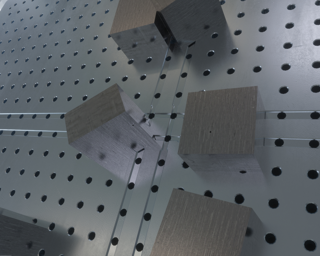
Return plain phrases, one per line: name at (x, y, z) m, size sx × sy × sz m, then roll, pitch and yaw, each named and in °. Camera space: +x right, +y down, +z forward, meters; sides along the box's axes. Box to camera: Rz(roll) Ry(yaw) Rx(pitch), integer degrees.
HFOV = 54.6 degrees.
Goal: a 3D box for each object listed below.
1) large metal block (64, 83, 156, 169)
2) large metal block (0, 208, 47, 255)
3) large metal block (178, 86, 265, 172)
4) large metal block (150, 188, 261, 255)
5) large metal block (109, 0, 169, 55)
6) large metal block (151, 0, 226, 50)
large metal block at (-0.064, 0.000, 0.408) m, size 0.080 × 0.080 × 0.050 m, roll -30°, pitch 52°, yaw 9°
large metal block at (-0.209, 0.148, 0.394) m, size 0.050 × 0.080 × 0.080 m, roll 14°, pitch 69°, yaw 34°
large metal block at (0.073, 0.003, 0.353) m, size 0.080 × 0.050 × 0.080 m, roll -3°, pitch 60°, yaw 27°
large metal block at (0.044, 0.112, 0.301) m, size 0.080 × 0.050 × 0.080 m, roll 8°, pitch 66°, yaw 32°
large metal block at (-0.029, -0.176, 0.517) m, size 0.080 × 0.050 × 0.080 m, roll -6°, pitch 59°, yaw 25°
large metal block at (0.042, -0.179, 0.462) m, size 0.080 × 0.080 × 0.050 m, roll -33°, pitch 52°, yaw 7°
